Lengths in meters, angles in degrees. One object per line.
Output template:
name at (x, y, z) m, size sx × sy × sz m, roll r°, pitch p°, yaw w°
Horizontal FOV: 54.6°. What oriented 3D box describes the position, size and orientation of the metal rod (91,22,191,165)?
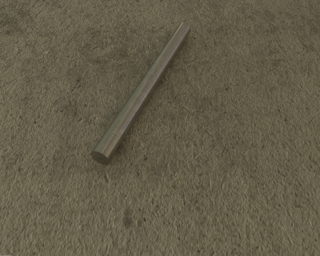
metal rod at (-0.014, -0.070, 0.462) m, size 0.025 × 0.025 × 0.301 m, roll 18°, pitch 52°, yaw 14°
